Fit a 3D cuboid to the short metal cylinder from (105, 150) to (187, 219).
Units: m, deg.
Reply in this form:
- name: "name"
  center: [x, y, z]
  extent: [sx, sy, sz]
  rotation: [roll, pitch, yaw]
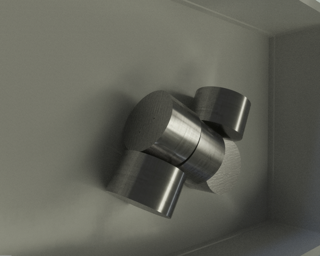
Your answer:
- name: "short metal cylinder"
  center: [-0.016, 0.065, 0.358]
  extent: [0.080, 0.080, 0.050]
  rotation: [36, 68, -35]

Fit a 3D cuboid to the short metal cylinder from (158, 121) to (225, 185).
- name: "short metal cylinder"
  center: [0.036, 0.027, 0.402]
  extent: [0.050, 0.080, 0.080]
  rotation: [34, 69, -36]

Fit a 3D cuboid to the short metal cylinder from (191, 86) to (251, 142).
- name: "short metal cylinder"
  center: [0.083, -0.018, 0.441]
  extent: [0.080, 0.080, 0.050]
  rotation: [29, 72, -37]

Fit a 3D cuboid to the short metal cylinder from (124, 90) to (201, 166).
- name: "short metal cylinder"
  center: [0.002, 0.002, 0.372]
  extent: [0.050, 0.080, 0.080]
  rotation: [32, 70, -36]

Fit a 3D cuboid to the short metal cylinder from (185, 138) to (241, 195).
- name: "short metal cylinder"
  center: [0.073, 0.053, 0.452]
  extent: [0.081, 0.050, 0.079]
  rotation: [0, 90, -40]
